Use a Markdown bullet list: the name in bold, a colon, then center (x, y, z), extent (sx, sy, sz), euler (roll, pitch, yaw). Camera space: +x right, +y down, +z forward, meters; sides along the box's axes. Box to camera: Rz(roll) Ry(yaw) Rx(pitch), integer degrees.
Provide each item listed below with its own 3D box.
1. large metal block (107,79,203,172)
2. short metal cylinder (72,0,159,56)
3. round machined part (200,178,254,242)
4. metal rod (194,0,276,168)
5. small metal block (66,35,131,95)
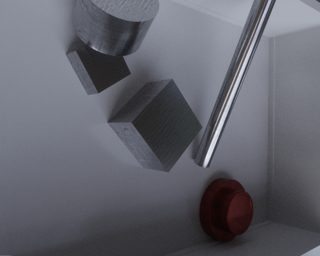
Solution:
- **large metal block**: center (-0.004, -0.004, 0.389), extent (0.080, 0.050, 0.080), euler (-50, 120, -28)
- **short metal cylinder**: center (-0.048, -0.124, 0.329), extent (0.081, 0.050, 0.080), euler (13, 56, -20)
- **round machined part**: center (0.112, 0.131, 0.492), extent (0.099, 0.042, 0.097), euler (0, 90, -40)
- **metal rod**: center (0.104, -0.079, 0.409), extent (0.025, 0.025, 0.298), euler (-3, 119, -40)
- **small metal block**: center (-0.068, -0.072, 0.351), extent (0.050, 0.025, 0.050), euler (-39, 114, -33)
